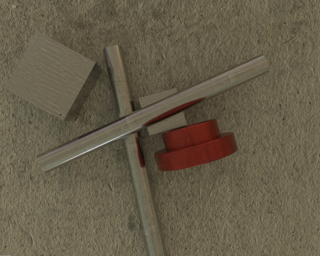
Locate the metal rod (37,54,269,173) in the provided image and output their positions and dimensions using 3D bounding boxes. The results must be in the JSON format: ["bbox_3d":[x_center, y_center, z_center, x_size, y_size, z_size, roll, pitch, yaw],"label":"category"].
[{"bbox_3d":[-0.007,-0.018,0.384,0.301,0.025,0.025,-24,90,-2],"label":"metal rod"}]

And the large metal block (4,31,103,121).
[{"bbox_3d":[-0.132,-0.063,0.396,0.080,0.050,0.080,29,90,-1],"label":"large metal block"}]

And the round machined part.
[{"bbox_3d":[0.040,0.017,0.374,0.099,0.098,0.042,-15,90,0],"label":"round machined part"}]

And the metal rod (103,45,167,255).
[{"bbox_3d":[-0.031,0.041,0.409,0.025,0.025,0.298,-12,90,0],"label":"metal rod"}]

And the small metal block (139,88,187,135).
[{"bbox_3d":[0.004,-0.021,0.410,0.050,0.025,0.050,-16,90,-1],"label":"small metal block"}]
